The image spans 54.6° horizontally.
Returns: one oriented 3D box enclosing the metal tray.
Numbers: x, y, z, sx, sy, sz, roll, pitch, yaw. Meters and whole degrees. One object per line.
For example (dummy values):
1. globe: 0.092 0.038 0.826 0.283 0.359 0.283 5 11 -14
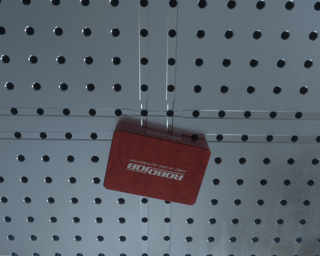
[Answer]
1. metal tray: -0.005 0.051 0.429 0.131 0.030 0.089 12 110 -5
